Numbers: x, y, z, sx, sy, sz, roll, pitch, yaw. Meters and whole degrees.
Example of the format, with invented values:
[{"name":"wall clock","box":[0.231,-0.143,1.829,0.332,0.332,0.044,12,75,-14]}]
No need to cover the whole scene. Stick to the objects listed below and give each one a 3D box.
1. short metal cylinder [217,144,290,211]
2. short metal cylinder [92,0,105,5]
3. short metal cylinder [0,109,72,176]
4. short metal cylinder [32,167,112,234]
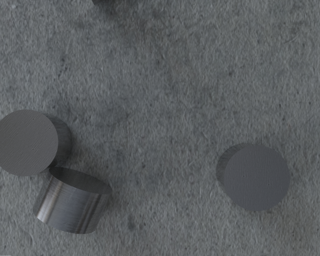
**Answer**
[{"name":"short metal cylinder","box":[0.117,0.061,0.399,0.081,0.050,0.079,0,90,-1]},{"name":"short metal cylinder","box":[-0.079,-0.201,0.381,0.050,0.080,0.080,-28,90,0]},{"name":"short metal cylinder","box":[-0.159,0.019,0.392,0.080,0.050,0.080,0,86,2]},{"name":"short metal cylinder","box":[-0.107,0.087,0.381,0.080,0.080,0.050,23,90,-1]}]
